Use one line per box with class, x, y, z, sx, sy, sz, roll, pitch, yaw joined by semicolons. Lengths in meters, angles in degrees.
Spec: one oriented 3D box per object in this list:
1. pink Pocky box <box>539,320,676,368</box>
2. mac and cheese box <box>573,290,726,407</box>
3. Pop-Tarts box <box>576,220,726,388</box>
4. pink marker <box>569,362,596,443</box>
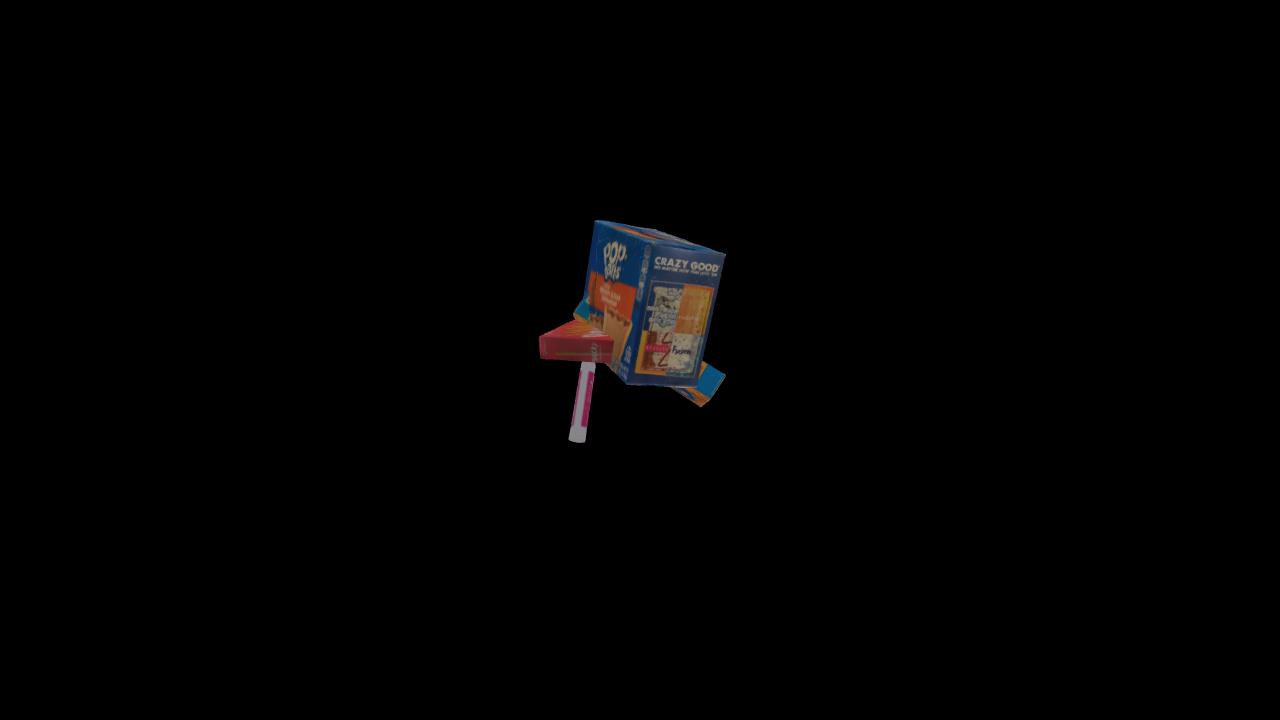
pink Pocky box;-0.022;-0.020;0.665;0.155;0.029;0.084;4;17;21
mac and cheese box;0.010;-0.011;0.734;0.184;0.041;0.093;33;-10;5
Pop-Tarts box;0.003;-0.065;0.660;0.083;0.141;0.167;3;18;-26
pink marker;-0.062;0.032;0.694;0.020;0.121;0.020;7;-19;2
